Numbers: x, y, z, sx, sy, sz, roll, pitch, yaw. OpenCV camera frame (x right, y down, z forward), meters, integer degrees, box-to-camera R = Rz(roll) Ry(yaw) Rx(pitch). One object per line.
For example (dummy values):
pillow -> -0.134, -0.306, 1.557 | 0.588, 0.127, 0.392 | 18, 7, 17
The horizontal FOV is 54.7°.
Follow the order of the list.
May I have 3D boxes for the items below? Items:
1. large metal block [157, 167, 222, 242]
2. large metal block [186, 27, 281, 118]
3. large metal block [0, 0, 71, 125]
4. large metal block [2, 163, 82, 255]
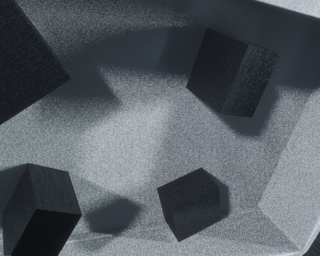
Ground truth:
large metal block -> 0.048, 0.122, 0.494 | 0.081, 0.050, 0.080 | -23, 127, -15
large metal block -> 0.084, -0.068, 0.377 | 0.050, 0.080, 0.079 | 5, 116, -31
large metal block -> -0.142, -0.061, 0.277 | 0.080, 0.050, 0.080 | -35, 129, -5
large metal block -> -0.140, 0.100, 0.359 | 0.050, 0.080, 0.080 | 21, 107, -36
